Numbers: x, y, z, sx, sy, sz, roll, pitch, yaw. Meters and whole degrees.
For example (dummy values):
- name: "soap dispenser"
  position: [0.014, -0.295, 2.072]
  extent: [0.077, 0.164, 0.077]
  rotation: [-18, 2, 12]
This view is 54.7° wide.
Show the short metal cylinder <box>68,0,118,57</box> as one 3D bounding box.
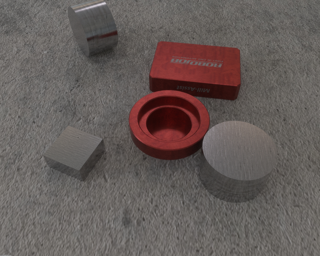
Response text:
- name: "short metal cylinder"
  position: [-0.109, -0.163, 0.504]
  extent: [0.050, 0.080, 0.080]
  rotation: [-25, 55, -20]

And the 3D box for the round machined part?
- name: "round machined part"
  position: [0.012, 0.001, 0.392]
  extent: [0.099, 0.042, 0.098]
  rotation: [0, 50, 0]

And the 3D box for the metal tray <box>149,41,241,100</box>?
- name: "metal tray"
  position: [0.055, -0.090, 0.476]
  extent: [0.131, 0.030, 0.090]
  rotation: [7, 50, 5]

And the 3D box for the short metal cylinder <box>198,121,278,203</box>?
- name: "short metal cylinder"
  position: [0.087, 0.038, 0.356]
  extent: [0.081, 0.050, 0.080]
  rotation: [0, 50, 0]

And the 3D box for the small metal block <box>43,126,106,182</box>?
- name: "small metal block"
  position: [-0.103, 0.030, 0.377]
  extent: [0.050, 0.025, 0.050]
  rotation: [20, 53, 15]
